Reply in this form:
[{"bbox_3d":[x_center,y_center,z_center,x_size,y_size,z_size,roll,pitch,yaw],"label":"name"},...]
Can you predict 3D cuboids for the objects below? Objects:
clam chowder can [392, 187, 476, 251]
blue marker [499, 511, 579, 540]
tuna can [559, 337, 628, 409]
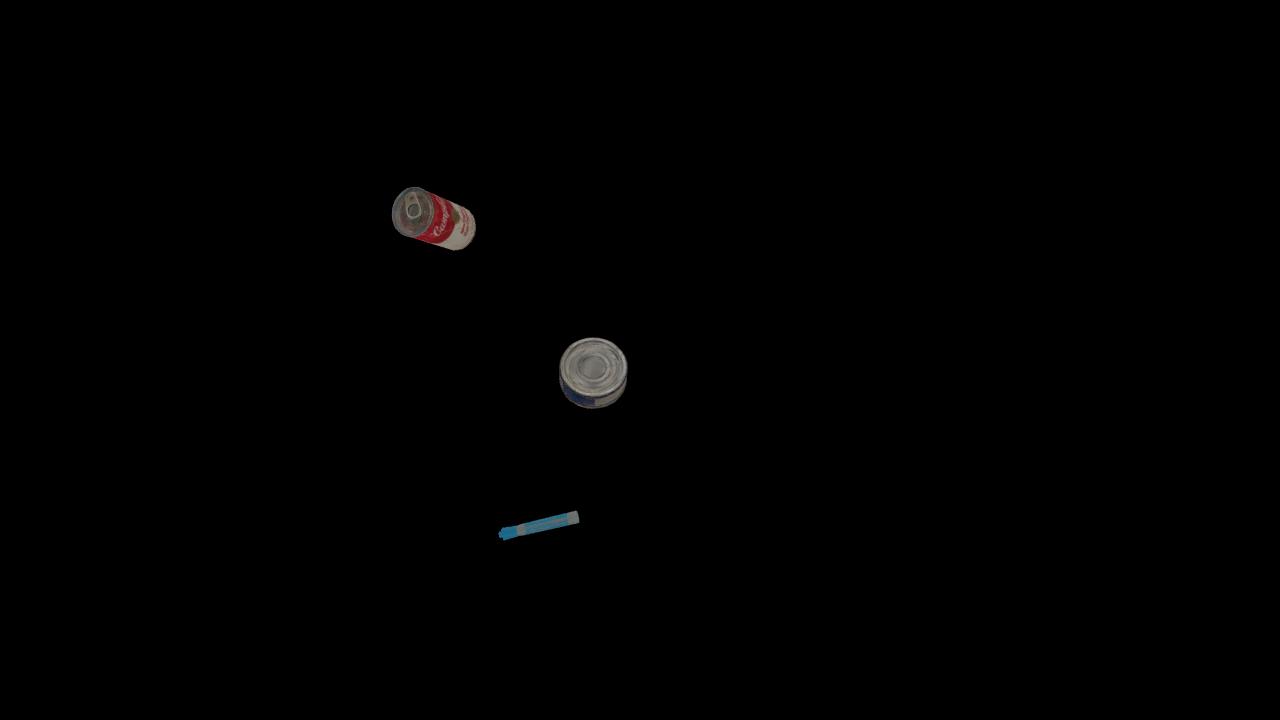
[{"bbox_3d":[-0.287,-0.196,0.865,0.068,0.068,0.102,0,-1,18],"label":"clam chowder can"},{"bbox_3d":[-0.152,0.248,0.920,0.121,0.020,0.020,-13,0,0],"label":"blue marker"},{"bbox_3d":[-0.057,0.015,0.749,0.084,0.084,0.034,0,-28,-5],"label":"tuna can"}]
